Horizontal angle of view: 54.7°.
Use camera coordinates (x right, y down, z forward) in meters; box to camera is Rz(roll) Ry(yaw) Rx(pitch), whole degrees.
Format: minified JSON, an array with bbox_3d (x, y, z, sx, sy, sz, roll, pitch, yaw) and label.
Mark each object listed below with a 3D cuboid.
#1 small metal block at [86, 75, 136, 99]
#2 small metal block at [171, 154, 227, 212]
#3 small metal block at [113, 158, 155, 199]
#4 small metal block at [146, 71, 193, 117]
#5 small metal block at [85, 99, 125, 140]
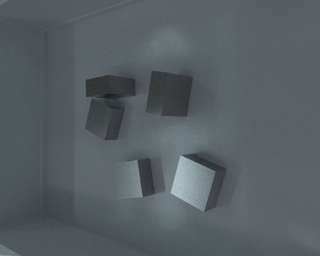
[{"bbox_3d":[-0.071,-0.058,0.450,0.050,0.050,0.025,-3,89,40],"label":"small metal block"},{"bbox_3d":[0.045,0.064,0.370,0.050,0.025,0.050,22,104,37],"label":"small metal block"},{"bbox_3d":[-0.038,0.072,0.438,0.050,0.025,0.050,-14,81,39],"label":"small metal block"},{"bbox_3d":[0.012,-0.041,0.381,0.025,0.050,0.050,15,99,39],"label":"small metal block"},{"bbox_3d":[-0.086,-0.014,0.478,0.050,0.025,0.050,26,106,37],"label":"small metal block"}]
